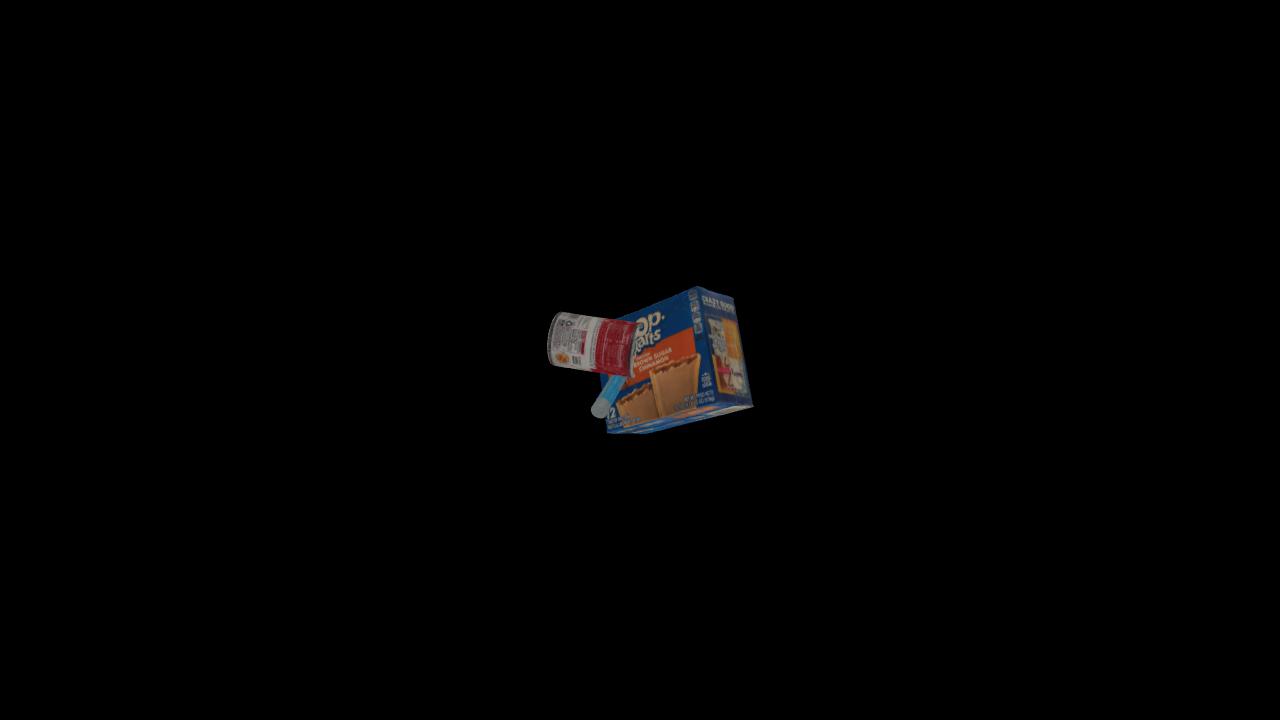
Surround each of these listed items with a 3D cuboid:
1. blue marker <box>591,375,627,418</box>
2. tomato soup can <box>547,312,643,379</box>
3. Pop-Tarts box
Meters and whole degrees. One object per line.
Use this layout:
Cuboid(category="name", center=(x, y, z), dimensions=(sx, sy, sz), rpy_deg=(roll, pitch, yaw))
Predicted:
Cuboid(category="blue marker", center=(-0.027, 0.025, 0.726), dimensions=(0.020, 0.020, 0.121), rpy_deg=(0, 33, 22))
Cuboid(category="tomato soup can", center=(-0.052, -0.018, 0.731), dimensions=(0.101, 0.068, 0.068), rpy_deg=(8, 1, 9))
Cuboid(category="Pop-Tarts box", center=(0.036, 0.007, 0.757), dimensions=(0.167, 0.141, 0.083), rpy_deg=(-19, -18, 36))
